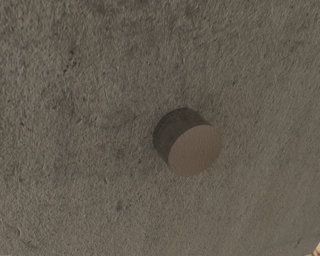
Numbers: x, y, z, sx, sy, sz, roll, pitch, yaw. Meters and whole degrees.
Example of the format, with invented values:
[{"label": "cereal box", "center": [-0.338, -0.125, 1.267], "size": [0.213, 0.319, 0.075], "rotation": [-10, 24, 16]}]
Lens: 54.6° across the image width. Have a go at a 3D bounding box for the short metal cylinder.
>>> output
[{"label": "short metal cylinder", "center": [0.037, 0.019, 0.422], "size": [0.081, 0.050, 0.080], "rotation": [-14, 124, -21]}]
